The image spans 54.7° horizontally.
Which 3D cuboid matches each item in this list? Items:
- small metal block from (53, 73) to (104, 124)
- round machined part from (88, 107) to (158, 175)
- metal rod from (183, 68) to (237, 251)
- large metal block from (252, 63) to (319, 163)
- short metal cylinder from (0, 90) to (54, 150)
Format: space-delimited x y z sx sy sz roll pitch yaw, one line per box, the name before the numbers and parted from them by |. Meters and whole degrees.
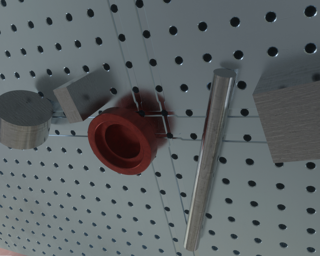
small metal block | -0.110 -0.041 0.426 0.025 0.050 0.050 -8 115 31
round machined part | -0.048 0.014 0.433 0.098 0.042 0.097 13 124 20
metal rod | 0.060 0.064 0.417 0.025 0.025 0.298 17 125 18
large metal block | 0.147 -0.015 0.308 0.080 0.050 0.080 -10 113 32
short metal cylinder | -0.209 -0.013 0.475 0.080 0.080 0.050 32 128 7
